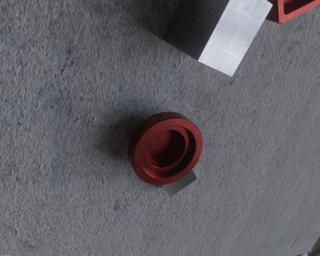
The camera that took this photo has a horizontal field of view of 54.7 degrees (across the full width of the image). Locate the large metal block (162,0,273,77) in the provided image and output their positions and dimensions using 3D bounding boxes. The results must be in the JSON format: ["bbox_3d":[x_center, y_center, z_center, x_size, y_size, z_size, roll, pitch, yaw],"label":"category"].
[{"bbox_3d":[0.057,-0.113,0.334,0.050,0.080,0.080,16,110,-35],"label":"large metal block"}]

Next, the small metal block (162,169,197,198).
[{"bbox_3d":[0.021,0.068,0.463,0.050,0.025,0.050,-34,129,-6],"label":"small metal block"}]

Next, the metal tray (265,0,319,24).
[{"bbox_3d":[0.163,-0.204,0.368,0.090,0.030,0.129,-29,129,-10],"label":"metal tray"}]

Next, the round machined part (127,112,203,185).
[{"bbox_3d":[0.004,0.023,0.410,0.099,0.042,0.097,-11,118,-21],"label":"round machined part"}]
